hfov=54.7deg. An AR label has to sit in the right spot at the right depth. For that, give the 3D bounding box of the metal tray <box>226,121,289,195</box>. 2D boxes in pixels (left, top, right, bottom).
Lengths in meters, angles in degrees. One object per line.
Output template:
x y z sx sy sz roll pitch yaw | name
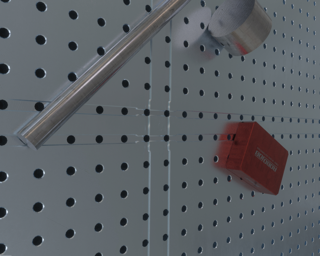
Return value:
0.178 0.056 0.555 0.130 0.030 0.090 34 69 -35 | metal tray

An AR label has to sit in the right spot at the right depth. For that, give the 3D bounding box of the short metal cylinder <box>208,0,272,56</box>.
0.122 -0.158 0.475 0.050 0.080 0.080 32 70 -36 | short metal cylinder

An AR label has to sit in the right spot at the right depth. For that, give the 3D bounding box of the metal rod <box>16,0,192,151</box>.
-0.045 -0.090 0.370 0.301 0.025 0.025 -51 120 -28 | metal rod
